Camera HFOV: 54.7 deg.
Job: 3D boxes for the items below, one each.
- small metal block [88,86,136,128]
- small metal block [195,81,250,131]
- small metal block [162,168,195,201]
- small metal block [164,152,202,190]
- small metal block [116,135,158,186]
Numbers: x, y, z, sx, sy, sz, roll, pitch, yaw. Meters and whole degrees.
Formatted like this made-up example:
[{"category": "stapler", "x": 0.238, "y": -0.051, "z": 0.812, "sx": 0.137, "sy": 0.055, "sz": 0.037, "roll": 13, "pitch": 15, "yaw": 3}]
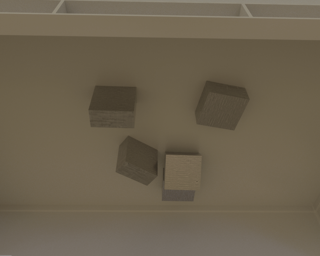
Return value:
[{"category": "small metal block", "x": -0.055, "y": -0.026, "z": 0.370, "sx": 0.050, "sy": 0.050, "sz": 0.025, "roll": 2, "pitch": 130, "yaw": -2}, {"category": "small metal block", "x": 0.076, "y": -0.027, "z": 0.387, "sx": 0.050, "sy": 0.025, "sz": 0.050, "roll": 9, "pitch": 130, "yaw": -9}, {"category": "small metal block", "x": 0.029, "y": 0.089, "z": 0.486, "sx": 0.050, "sy": 0.025, "sz": 0.050, "roll": 1, "pitch": 130, "yaw": -2}, {"category": "small metal block", "x": 0.032, "y": 0.061, "z": 0.446, "sx": 0.050, "sy": 0.025, "sz": 0.050, "roll": 2, "pitch": 95, "yaw": -2}, {"category": "small metal block", "x": -0.031, "y": 0.045, "z": 0.431, "sx": 0.050, "sy": 0.050, "sz": 0.025, "roll": 28, "pitch": 124, "yaw": -22}]
